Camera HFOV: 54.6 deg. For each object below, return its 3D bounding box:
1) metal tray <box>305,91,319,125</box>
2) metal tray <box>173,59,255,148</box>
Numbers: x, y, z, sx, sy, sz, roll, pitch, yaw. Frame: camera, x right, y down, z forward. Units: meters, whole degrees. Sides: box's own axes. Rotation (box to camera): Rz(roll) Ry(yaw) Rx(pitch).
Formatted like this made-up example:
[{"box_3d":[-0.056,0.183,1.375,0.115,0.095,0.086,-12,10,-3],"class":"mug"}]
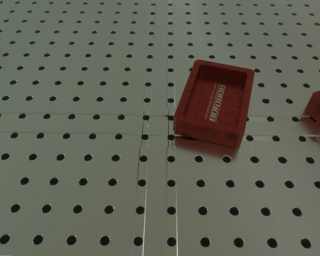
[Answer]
[{"box_3d":[0.273,-0.005,0.410,0.091,0.030,0.130,-17,52,-14],"class":"metal tray"},{"box_3d":[0.079,-0.039,0.437,0.090,0.030,0.130,13,51,11],"class":"metal tray"}]
